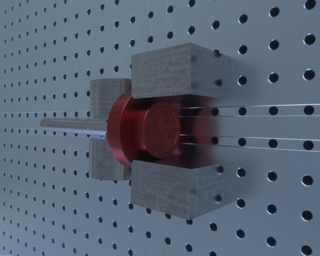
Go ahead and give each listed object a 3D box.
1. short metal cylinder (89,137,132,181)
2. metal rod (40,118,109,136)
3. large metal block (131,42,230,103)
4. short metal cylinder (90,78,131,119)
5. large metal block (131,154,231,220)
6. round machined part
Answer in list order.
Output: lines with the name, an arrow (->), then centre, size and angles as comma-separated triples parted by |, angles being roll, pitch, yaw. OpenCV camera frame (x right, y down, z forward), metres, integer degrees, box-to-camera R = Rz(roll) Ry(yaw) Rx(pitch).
short metal cylinder -> -0.054, 0.038, 0.418 | 0.080, 0.081, 0.050 | 2, 92, 40
metal rod -> -0.107, -0.001, 0.483 | 0.300, 0.025, 0.025 | 3, 92, 44
large metal block -> 0.025, -0.058, 0.354 | 0.080, 0.081, 0.050 | 0, 90, 40
short metal cylinder -> -0.053, -0.037, 0.418 | 0.080, 0.081, 0.050 | 1, 91, 40
large metal block -> 0.024, 0.062, 0.354 | 0.080, 0.081, 0.050 | 4, 93, 40
round machined part -> -0.012, 0.002, 0.371 | 0.042, 0.099, 0.097 | 1, 91, 40
